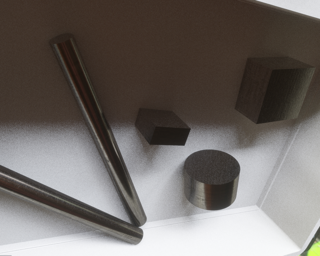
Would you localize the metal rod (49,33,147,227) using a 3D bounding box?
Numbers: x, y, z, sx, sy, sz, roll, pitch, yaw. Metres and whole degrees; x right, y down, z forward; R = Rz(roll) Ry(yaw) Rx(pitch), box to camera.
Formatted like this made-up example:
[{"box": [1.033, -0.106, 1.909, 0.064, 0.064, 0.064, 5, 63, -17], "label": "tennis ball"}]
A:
[{"box": [-0.065, 0.028, 0.391, 0.025, 0.025, 0.298, -25, 128, -13], "label": "metal rod"}]

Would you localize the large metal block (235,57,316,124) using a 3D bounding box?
[{"box": [0.165, -0.057, 0.450, 0.081, 0.050, 0.079, -7, 122, -25], "label": "large metal block"}]

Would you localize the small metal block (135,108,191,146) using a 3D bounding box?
[{"box": [0.003, -0.002, 0.395, 0.050, 0.050, 0.025, 4, 117, -31], "label": "small metal block"}]

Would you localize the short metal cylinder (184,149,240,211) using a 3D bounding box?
[{"box": [0.077, 0.076, 0.464, 0.081, 0.080, 0.050, -15, 125, -20], "label": "short metal cylinder"}]

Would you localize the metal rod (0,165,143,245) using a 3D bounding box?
[{"box": [-0.131, 0.089, 0.380, 0.025, 0.025, 0.301, -48, 126, 6], "label": "metal rod"}]
